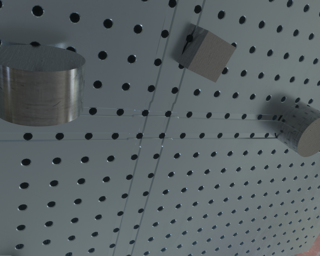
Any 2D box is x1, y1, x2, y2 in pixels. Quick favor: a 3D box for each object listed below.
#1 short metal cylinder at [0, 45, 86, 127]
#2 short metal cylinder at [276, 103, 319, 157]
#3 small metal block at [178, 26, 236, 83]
[{"bbox_3d":[-0.112,-0.042,0.289,0.081,0.080,0.050,-4,121,-27],"label":"short metal cylinder"},{"bbox_3d":[0.252,0.003,0.538,0.081,0.050,0.079,-14,125,-21],"label":"short metal cylinder"},{"bbox_3d":[0.059,-0.091,0.389,0.050,0.025,0.050,18,109,-36],"label":"small metal block"}]
